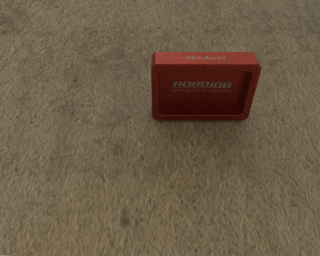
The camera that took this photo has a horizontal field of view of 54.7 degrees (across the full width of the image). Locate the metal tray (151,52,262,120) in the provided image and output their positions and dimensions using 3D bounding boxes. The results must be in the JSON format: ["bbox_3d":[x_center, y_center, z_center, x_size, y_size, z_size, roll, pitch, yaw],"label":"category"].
[{"bbox_3d":[0.055,-0.052,0.403,0.131,0.089,0.030,0,44,-1],"label":"metal tray"}]
